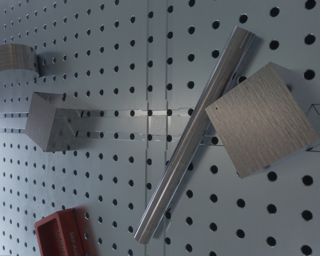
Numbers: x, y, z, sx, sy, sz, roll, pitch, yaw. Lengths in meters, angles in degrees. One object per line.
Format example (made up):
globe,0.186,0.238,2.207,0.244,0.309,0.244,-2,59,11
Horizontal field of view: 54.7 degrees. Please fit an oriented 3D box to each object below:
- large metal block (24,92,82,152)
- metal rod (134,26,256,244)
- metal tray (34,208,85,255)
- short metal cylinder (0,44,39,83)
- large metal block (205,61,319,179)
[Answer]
large metal block,-0.191,-0.012,0.552,0.080,0.050,0.079,30,109,36
metal rod,0.034,0.023,0.381,0.025,0.025,0.298,37,113,33
metal tray,-0.176,0.219,0.551,0.090,0.030,0.130,-31,71,35
short metal cylinder,-0.283,-0.125,0.607,0.080,0.081,0.050,-16,80,39
large metal block,0.105,-0.006,0.307,0.080,0.050,0.080,-37,67,33
